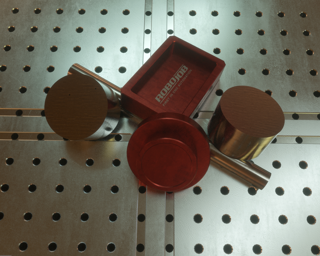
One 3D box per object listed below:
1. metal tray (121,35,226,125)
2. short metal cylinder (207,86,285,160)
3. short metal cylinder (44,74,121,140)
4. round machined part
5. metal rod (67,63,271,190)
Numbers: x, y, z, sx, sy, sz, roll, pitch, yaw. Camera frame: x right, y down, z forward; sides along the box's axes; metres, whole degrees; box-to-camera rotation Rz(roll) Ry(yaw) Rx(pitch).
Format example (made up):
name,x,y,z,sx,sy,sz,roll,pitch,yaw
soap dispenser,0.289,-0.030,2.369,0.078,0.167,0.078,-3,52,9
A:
name,x,y,z,sx,sy,sz,roll,pitch,yaw
metal tray,0.019,-0.060,0.416,0.090,0.030,0.130,30,59,10
short metal cylinder,0.106,-0.007,0.389,0.081,0.050,0.080,7,53,-8
short metal cylinder,-0.096,-0.024,0.394,0.080,0.050,0.080,-1,87,10
round machined part,0.009,0.034,0.361,0.099,0.042,0.097,2,113,5
metal rod,0.005,-0.007,0.414,0.301,0.025,0.025,30,73,10
